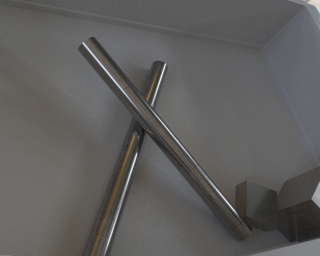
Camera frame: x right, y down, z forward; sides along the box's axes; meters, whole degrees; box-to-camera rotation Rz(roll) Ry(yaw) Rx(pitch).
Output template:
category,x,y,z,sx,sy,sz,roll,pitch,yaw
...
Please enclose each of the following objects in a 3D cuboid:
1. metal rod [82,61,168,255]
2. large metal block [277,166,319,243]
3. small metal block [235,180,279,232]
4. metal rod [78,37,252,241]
category,x,y,z,sx,sy,sz,roll,pitch,yaw
metal rod,-0.034,0.025,0.373,0.025,0.025,0.300,26,52,-13
large metal block,0.204,0.102,0.421,0.050,0.080,0.080,48,51,4
small metal block,0.129,0.104,0.414,0.050,0.025,0.050,22,53,-15
metal rod,0.009,0.016,0.374,0.300,0.025,0.025,50,51,-4
